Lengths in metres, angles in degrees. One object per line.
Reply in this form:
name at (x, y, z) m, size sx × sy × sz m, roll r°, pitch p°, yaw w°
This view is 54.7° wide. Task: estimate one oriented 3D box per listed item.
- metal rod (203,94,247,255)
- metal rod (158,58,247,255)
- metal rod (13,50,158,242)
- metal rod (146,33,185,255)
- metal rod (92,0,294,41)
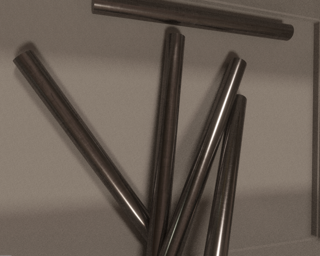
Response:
metal rod at (0.078, 0.077, 0.373) m, size 0.025 × 0.025 × 0.300 m, roll 30°, pitch 54°, yaw -18°
metal rod at (0.060, 0.034, 0.404) m, size 0.025 × 0.025 × 0.300 m, roll 30°, pitch 69°, yaw -18°
metal rod at (-0.075, 0.040, 0.383) m, size 0.025 × 0.025 × 0.299 m, roll -37°, pitch 102°, yaw -16°
metal rod at (0.008, 0.024, 0.399) m, size 0.025 × 0.025 × 0.298 m, roll 8°, pitch 81°, yaw -20°
metal rod at (0.059, -0.152, 0.433) m, size 0.303 × 0.025 × 0.025 m, roll 1°, pitch 90°, yaw -21°
